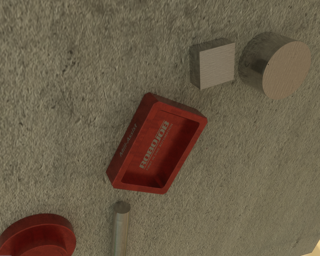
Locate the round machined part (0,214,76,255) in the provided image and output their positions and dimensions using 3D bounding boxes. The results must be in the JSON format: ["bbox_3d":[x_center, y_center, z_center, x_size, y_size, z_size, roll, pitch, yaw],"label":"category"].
[{"bbox_3d":[-0.161,0.165,0.410,0.099,0.042,0.097,-14,124,-21],"label":"round machined part"}]

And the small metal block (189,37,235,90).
[{"bbox_3d":[0.066,-0.082,0.392,0.050,0.025,0.050,-19,126,-18],"label":"small metal block"}]

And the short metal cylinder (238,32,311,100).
[{"bbox_3d":[0.156,-0.085,0.423,0.081,0.050,0.079,-14,124,-21],"label":"short metal cylinder"}]

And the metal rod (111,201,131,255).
[{"bbox_3d":[-0.072,0.245,0.519,0.025,0.025,0.298,-7,122,-25],"label":"metal rod"}]

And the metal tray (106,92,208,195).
[{"bbox_3d":[-0.005,0.026,0.416,0.091,0.030,0.129,16,110,-35],"label":"metal tray"}]
